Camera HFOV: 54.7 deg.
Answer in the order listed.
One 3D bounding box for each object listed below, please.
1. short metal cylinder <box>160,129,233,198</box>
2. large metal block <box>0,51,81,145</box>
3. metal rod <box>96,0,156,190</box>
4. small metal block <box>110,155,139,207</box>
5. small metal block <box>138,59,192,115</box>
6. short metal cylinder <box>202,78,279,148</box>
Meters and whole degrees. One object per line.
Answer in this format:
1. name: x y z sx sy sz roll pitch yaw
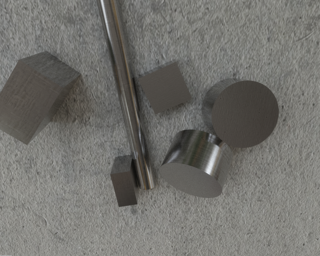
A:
1. short metal cylinder: 0.046 0.046 0.393 0.080 0.050 0.080 18 148 12
2. large metal block: -0.145 -0.039 0.364 0.050 0.080 0.080 34 106 -12
3. metal rod: -0.043 -0.057 0.388 0.025 0.025 0.298 -10 110 3
4. small metal block: -0.046 0.071 0.422 0.025 0.050 0.050 -9 110 3
5. small metal block: 0.007 -0.052 0.391 0.050 0.025 0.050 -23 109 8
6. short metal cylinder: 0.097 -0.020 0.384 0.081 0.050 0.079 -1 102 -6
